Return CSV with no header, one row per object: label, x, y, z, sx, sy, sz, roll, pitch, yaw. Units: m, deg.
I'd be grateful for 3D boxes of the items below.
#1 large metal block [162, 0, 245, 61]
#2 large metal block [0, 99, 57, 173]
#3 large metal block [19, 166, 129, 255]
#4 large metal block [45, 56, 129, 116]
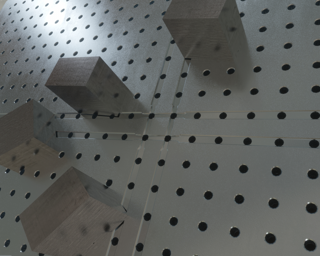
large metal block,0.063,-0.140,0.427,0.080,0.080,0.050,12,68,33
large metal block,-0.218,0.013,0.501,0.080,0.050,0.080,-27,52,11
large metal block,-0.098,0.103,0.362,0.080,0.080,0.050,-44,51,-2
large metal block,-0.108,-0.062,0.469,0.080,0.080,0.050,5,65,31
